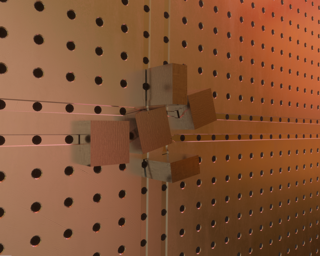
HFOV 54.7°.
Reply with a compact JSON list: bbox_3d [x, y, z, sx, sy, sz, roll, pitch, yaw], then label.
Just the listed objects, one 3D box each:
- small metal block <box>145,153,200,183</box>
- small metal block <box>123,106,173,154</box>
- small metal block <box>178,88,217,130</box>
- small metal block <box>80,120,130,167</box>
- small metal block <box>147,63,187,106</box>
[{"bbox_3d":[0.016,0.051,0.409,0.050,0.050,0.025,-10,97,-40],"label":"small metal block"},{"bbox_3d":[-0.015,0.002,0.399,0.050,0.025,0.050,-18,102,-39],"label":"small metal block"},{"bbox_3d":[0.054,-0.029,0.457,0.050,0.025,0.050,-21,104,-38],"label":"small metal block"},{"bbox_3d":[-0.063,0.017,0.358,0.050,0.025,0.050,0,90,-40],"label":"small metal block"},{"bbox_3d":[0.009,-0.054,0.402,0.025,0.050,0.050,0,91,-40],"label":"small metal block"}]
